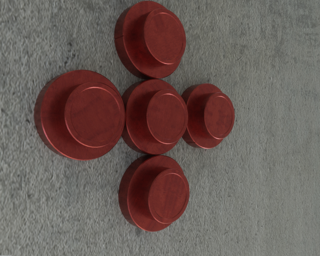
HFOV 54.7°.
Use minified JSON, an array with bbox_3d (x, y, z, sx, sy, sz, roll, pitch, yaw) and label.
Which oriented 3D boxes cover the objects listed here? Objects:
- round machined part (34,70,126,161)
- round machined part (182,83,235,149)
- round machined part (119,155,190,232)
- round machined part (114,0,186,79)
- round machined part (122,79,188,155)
[{"bbox_3d":[-0.078,-0.014,0.332,0.099,0.042,0.097,0,90,-40],"label":"round machined part"},{"bbox_3d":[0.074,-0.018,0.459,0.099,0.042,0.097,0,90,-40],"label":"round machined part"},{"bbox_3d":[0.000,0.084,0.397,0.099,0.042,0.097,0,90,-40],"label":"round machined part"},{"bbox_3d":[-0.005,-0.112,0.393,0.099,0.042,0.097,0,90,-40],"label":"round machined part"},{"bbox_3d":[-0.002,-0.014,0.395,0.099,0.042,0.097,0,90,-40],"label":"round machined part"}]
